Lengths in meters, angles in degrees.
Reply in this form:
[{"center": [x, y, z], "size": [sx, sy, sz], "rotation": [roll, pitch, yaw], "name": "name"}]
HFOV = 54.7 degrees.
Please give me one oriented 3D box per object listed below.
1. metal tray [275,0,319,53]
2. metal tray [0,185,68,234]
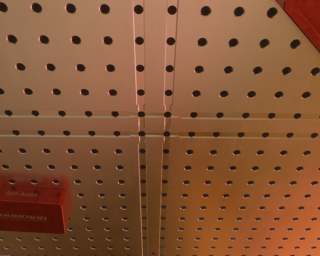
[{"center": [0.192, -0.117, 0.311], "size": [0.130, 0.030, 0.090], "rotation": [34, 122, -26], "name": "metal tray"}, {"center": [-0.226, 0.139, 0.524], "size": [0.131, 0.030, 0.089], "rotation": [5, 130, -5], "name": "metal tray"}]
